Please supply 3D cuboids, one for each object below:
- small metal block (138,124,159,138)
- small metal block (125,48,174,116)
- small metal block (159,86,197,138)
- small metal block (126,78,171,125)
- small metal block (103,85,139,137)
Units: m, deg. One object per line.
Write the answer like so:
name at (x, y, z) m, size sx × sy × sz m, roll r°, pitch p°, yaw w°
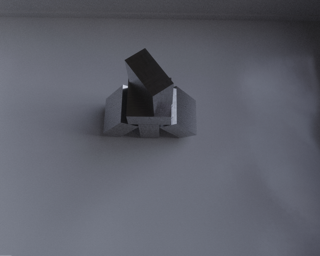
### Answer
small metal block at (-0.013, -0.019, 0.401) m, size 0.025 × 0.050 × 0.050 m, roll 1°, pitch 70°, yaw 0°
small metal block at (-0.011, -0.048, 0.331) m, size 0.025 × 0.050 × 0.050 m, roll -34°, pitch 73°, yaw -11°
small metal block at (0.024, -0.019, 0.399) m, size 0.025 × 0.050 × 0.050 m, roll -13°, pitch 66°, yaw 32°
small metal block at (-0.012, -0.032, 0.365) m, size 0.050 × 0.025 × 0.050 m, roll 1°, pitch 70°, yaw 0°
small metal block at (-0.049, -0.021, 0.398) m, size 0.025 × 0.050 × 0.050 m, roll 13°, pitch 66°, yaw -31°
